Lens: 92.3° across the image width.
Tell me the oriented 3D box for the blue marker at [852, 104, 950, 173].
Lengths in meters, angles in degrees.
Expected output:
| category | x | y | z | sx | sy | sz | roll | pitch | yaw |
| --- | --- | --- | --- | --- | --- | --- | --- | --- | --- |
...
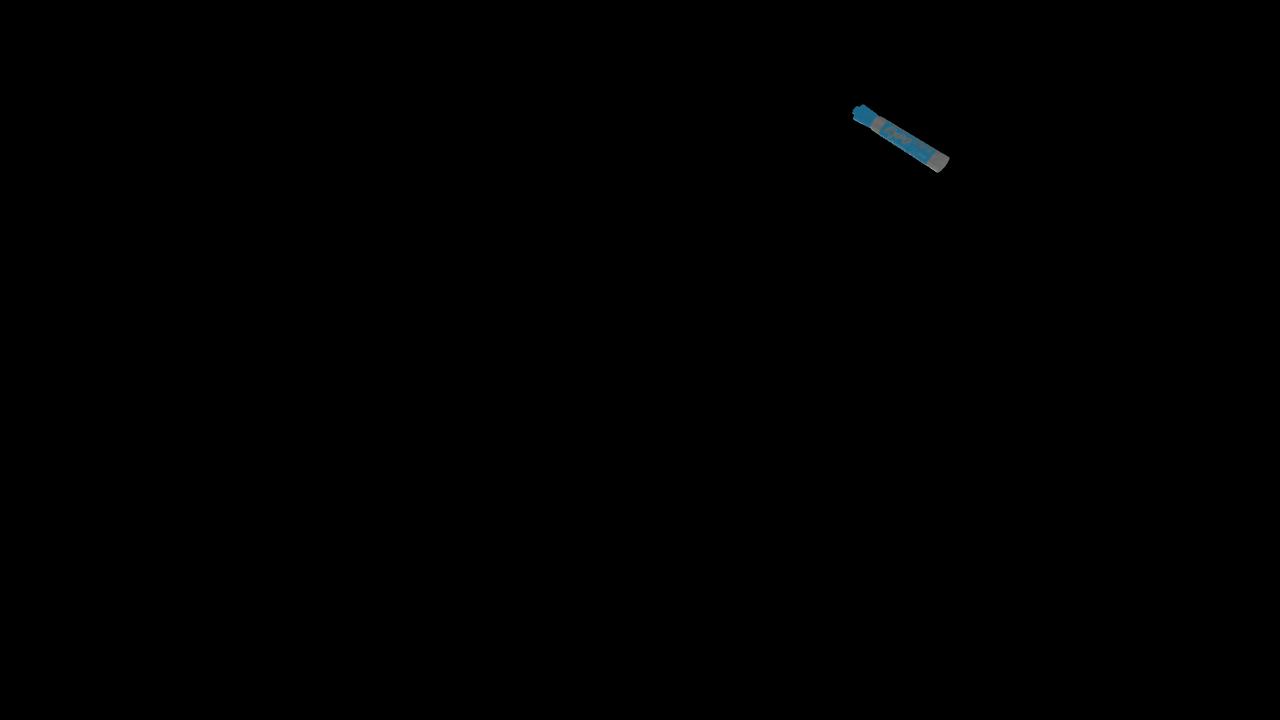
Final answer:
| category | x | y | z | sx | sy | sz | roll | pitch | yaw |
| --- | --- | --- | --- | --- | --- | --- | --- | --- | --- |
| blue marker | 0.288 | -0.249 | 0.687 | 0.121 | 0.020 | 0.020 | 44 | 19 | 21 |
